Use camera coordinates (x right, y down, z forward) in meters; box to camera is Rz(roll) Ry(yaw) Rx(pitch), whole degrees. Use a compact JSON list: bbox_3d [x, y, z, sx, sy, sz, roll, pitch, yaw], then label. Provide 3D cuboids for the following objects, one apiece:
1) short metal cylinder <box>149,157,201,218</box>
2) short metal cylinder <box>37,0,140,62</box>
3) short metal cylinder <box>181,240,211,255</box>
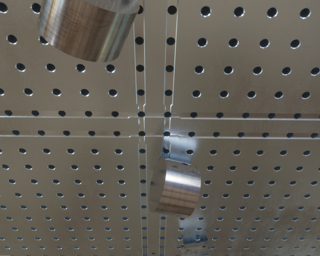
[{"bbox_3d":[0.020,0.086,0.450,0.050,0.080,0.079,15,129,-12],"label":"short metal cylinder"},{"bbox_3d":[-0.066,-0.105,0.285,0.080,0.080,0.050,20,127,-17],"label":"short metal cylinder"},{"bbox_3d":[0.075,0.263,0.601,0.050,0.080,0.080,-12,129,10],"label":"short metal cylinder"}]
